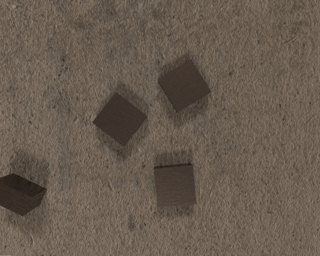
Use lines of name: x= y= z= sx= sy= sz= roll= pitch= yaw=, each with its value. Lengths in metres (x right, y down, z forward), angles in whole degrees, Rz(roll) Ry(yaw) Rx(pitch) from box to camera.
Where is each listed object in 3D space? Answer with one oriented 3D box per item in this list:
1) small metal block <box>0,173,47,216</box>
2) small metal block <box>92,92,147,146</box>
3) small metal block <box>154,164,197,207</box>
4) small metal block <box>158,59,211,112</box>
small metal block: x=-0.181 y=0.084 z=0.395 sx=0.050 sy=0.050 sz=0.025 roll=26 pitch=90 yaw=-1
small metal block: x=-0.052 y=-0.011 z=0.409 sx=0.050 sy=0.025 sz=0.050 roll=38 pitch=90 yaw=-1
small metal block: x=0.020 y=0.075 z=0.410 sx=0.050 sy=0.025 sz=0.050 roll=-5 pitch=90 yaw=-1
small metal block: x=0.032 y=-0.055 z=0.410 sx=0.050 sy=0.025 sz=0.050 roll=-31 pitch=90 yaw=-1
